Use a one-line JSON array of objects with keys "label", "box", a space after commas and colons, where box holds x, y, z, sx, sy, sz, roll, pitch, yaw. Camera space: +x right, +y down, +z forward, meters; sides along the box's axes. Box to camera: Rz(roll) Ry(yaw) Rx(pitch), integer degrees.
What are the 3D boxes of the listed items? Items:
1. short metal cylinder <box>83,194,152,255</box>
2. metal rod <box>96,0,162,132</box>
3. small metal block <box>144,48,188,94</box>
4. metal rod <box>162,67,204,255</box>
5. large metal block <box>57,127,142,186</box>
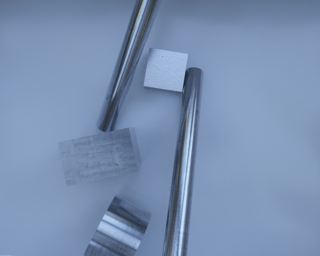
[{"label": "short metal cylinder", "box": [-0.051, 0.130, 0.383, 0.050, 0.080, 0.080, 28, 90, 0]}, {"label": "metal rod", "box": [-0.019, -0.117, 0.335, 0.025, 0.025, 0.298, 25, 122, -1]}, {"label": "small metal block", "box": [0.008, -0.075, 0.412, 0.050, 0.025, 0.050, 9, 90, -1]}, {"label": "metal rod", "box": [0.026, 0.060, 0.350, 0.025, 0.025, 0.299, 9, 64, 0]}, {"label": "large metal block", "box": [-0.069, 0.032, 0.383, 0.080, 0.080, 0.050, -12, 90, 0]}]
